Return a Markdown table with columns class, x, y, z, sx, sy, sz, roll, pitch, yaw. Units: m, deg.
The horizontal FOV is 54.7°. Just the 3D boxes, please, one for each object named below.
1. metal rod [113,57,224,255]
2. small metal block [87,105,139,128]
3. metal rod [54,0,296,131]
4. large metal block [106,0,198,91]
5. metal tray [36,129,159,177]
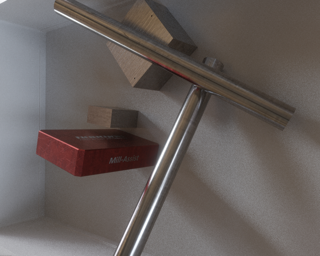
| class | x | y | z | sx | sy | sz | roll | pitch | yaw |
| --- | --- | --- | --- | --- | --- | --- | --- | --- | --- |
| metal rod | 0.000 | 0.058 | 0.325 | 0.025 | 0.025 | 0.299 | 15 | 74 | 38 |
| small metal block | -0.067 | -0.016 | 0.444 | 0.050 | 0.050 | 0.025 | 11 | 97 | 39 |
| metal rod | 0.001 | -0.081 | 0.342 | 0.300 | 0.025 | 0.025 | 31 | 110 | 17 |
| large metal block | -0.013 | -0.106 | 0.399 | 0.080 | 0.050 | 0.080 | -46 | 63 | 30 |
| metal tray | -0.076 | 0.027 | 0.399 | 0.090 | 0.131 | 0.030 | 17 | 101 | 38 |
